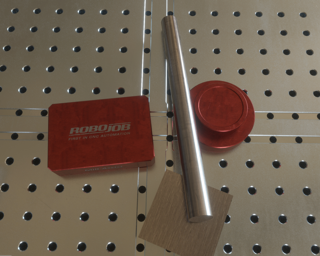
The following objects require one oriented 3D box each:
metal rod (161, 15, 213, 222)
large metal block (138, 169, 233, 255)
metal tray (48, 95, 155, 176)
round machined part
[{"bbox_3d":[0.028,-0.035,0.393,0.025,0.025,0.299,-5,58,-2],"label":"metal rod"},{"bbox_3d":[0.029,0.104,0.360,0.080,0.050,0.080,21,71,7],"label":"large metal block"},{"bbox_3d":[-0.076,0.009,0.405,0.131,0.030,0.090,-6,70,-3],"label":"metal tray"},{"bbox_3d":[0.077,-0.021,0.411,0.099,0.042,0.098,0,70,0],"label":"round machined part"}]
